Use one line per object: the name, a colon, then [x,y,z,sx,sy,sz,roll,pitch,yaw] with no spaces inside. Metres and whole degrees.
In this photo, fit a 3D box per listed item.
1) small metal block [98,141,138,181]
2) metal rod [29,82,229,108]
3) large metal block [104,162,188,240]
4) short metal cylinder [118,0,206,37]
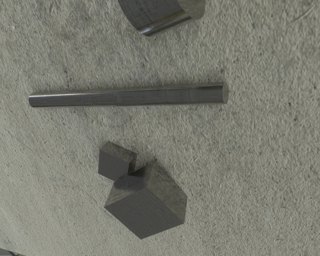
small metal block: [-0.066,0.055,0.475,0.050,0.025,0.050,22,127,14]
metal rod: [-0.060,-0.041,0.413,0.300,0.025,0.025,1,119,27]
large metal block: [-0.018,0.107,0.448,0.080,0.050,0.080,-30,114,27]
short metal cylinder: [0.002,-0.132,0.289,0.050,0.080,0.080,-11,113,33]
